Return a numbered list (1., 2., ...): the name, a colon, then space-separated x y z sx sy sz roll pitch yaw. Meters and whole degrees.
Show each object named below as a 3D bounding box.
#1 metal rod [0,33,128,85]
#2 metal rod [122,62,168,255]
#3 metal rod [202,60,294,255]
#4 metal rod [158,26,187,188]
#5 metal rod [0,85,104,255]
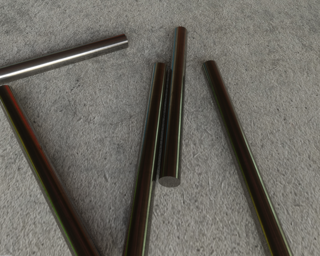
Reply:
1. metal rod: -0.193 -0.096 0.482 0.302 0.025 0.025 -21 53 -17
2. metal rod: -0.013 0.023 0.383 0.025 0.025 0.300 4 50 3
3. metal rod: 0.097 0.018 0.388 0.025 0.025 0.300 -6 50 -5
4. metal rod: 0.023 -0.053 0.447 0.025 0.025 0.300 4 50 3
5. metal rod: -0.139 0.044 0.364 0.025 0.025 0.300 -27 55 -21
